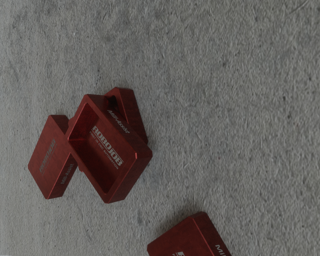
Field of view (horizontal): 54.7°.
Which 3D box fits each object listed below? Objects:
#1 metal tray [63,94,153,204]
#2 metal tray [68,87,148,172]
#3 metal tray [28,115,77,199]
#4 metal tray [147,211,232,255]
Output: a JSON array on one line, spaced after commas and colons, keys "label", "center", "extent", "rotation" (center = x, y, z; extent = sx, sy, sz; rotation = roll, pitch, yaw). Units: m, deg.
[{"label": "metal tray", "center": [-0.076, 0.026, 0.424], "extent": [0.130, 0.030, 0.089], "rotation": [47, 118, 29]}, {"label": "metal tray", "center": [-0.083, 0.006, 0.470], "extent": [0.130, 0.030, 0.090], "rotation": [-27, 73, 36]}, {"label": "metal tray", "center": [-0.188, 0.052, 0.557], "extent": [0.090, 0.030, 0.129], "rotation": [46, 117, 30]}, {"label": "metal tray", "center": [0.048, 0.177, 0.362], "extent": [0.090, 0.030, 0.130], "rotation": [-45, 63, 30]}]
